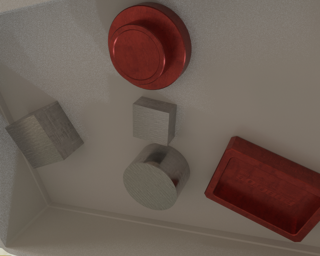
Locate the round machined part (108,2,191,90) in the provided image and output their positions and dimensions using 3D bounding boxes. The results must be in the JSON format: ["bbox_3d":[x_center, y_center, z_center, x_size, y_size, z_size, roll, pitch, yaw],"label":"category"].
[{"bbox_3d":[-0.018,-0.088,0.351,0.098,0.042,0.097,13,124,20],"label":"round machined part"}]

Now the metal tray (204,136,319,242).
[{"bbox_3d":[0.131,0.076,0.382,0.130,0.030,0.089,25,127,12],"label":"metal tray"}]

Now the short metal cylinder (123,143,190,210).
[{"bbox_3d":[-0.004,0.068,0.436,0.080,0.050,0.079,13,124,20],"label":"short metal cylinder"}]

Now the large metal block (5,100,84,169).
[{"bbox_3d":[-0.183,0.012,0.494,0.080,0.050,0.080,-17,110,34],"label":"large metal block"}]

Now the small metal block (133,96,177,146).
[{"bbox_3d":[-0.007,-0.009,0.406,0.050,0.025,0.050,15,125,19],"label":"small metal block"}]
